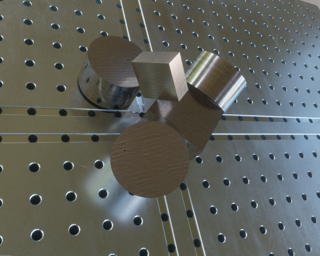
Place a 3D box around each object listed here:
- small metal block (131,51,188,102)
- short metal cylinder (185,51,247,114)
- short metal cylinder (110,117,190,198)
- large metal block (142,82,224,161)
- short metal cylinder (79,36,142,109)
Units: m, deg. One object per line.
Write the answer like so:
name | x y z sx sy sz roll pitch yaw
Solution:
small metal block | 0.001 -0.060 0.361 0.050 0.050 0.025 10 45 31
short metal cylinder | 0.073 -0.063 0.437 0.080 0.080 0.050 37 90 -4
short metal cylinder | -0.009 0.029 0.338 0.080 0.050 0.079 0 97 1
large metal block | 0.025 -0.010 0.404 0.080 0.050 0.080 38 51 -3
short metal cylinder | -0.059 -0.071 0.400 0.081 0.050 0.080 14 56 -21
